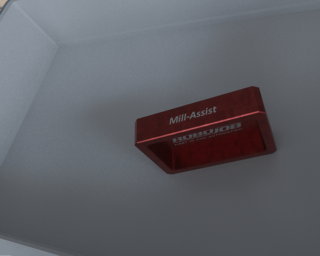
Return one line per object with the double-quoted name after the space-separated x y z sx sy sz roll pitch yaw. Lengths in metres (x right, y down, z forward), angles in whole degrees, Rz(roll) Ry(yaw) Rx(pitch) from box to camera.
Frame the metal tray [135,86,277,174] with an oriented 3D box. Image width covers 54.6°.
0.050 0.009 0.332 0.130 0.090 0.030 -15 56 20 "metal tray"
